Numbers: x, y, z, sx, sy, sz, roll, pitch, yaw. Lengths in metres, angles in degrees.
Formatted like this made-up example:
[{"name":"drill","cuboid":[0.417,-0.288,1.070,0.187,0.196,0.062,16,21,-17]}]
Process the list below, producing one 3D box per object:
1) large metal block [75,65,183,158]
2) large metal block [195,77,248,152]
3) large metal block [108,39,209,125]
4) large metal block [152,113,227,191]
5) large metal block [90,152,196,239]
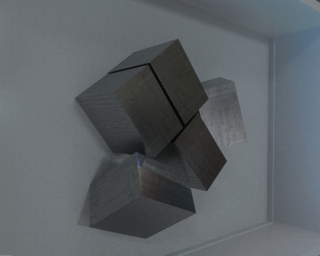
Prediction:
[{"name":"large metal block","cuboid":[-0.034,-0.017,0.342,0.050,0.080,0.080,-45,118,-31]},{"name":"large metal block","cuboid":[0.076,-0.022,0.427,0.050,0.080,0.080,-16,103,2]},{"name":"large metal block","cuboid":[-0.002,-0.050,0.368,0.050,0.080,0.080,-46,118,-30]},{"name":"large metal block","cuboid":[0.024,0.028,0.390,0.050,0.080,0.080,-49,120,-29]},{"name":"large metal block","cuboid":[-0.021,0.079,0.345,0.080,0.080,0.050,28,38,-37]}]
